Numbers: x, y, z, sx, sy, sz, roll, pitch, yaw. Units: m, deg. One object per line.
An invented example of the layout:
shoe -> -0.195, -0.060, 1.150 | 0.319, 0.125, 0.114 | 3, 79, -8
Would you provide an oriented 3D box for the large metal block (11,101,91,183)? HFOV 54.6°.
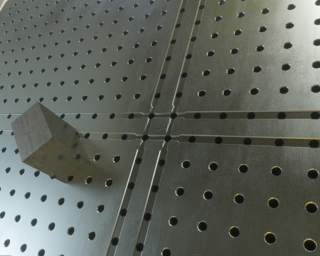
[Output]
large metal block -> -0.156, 0.021, 0.443 | 0.050, 0.080, 0.080 | -40, 51, 2
